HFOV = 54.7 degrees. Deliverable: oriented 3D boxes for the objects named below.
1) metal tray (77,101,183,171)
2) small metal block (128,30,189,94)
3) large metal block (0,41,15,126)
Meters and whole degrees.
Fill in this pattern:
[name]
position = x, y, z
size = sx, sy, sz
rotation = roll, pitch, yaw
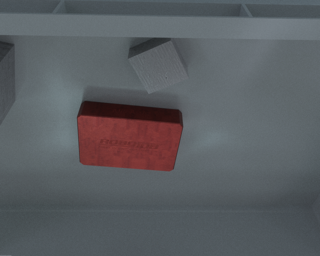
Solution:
[metal tray]
position = -0.041, 0.014, 0.417
size = 0.131, 0.030, 0.089
rotation = 5, 130, -5
[small metal block]
position = -0.001, -0.073, 0.347
size = 0.050, 0.025, 0.050
rotation = -20, 128, 15
[large metal block]
position = -0.211, -0.056, 0.342
size = 0.081, 0.050, 0.079
rotation = 12, 129, -11
